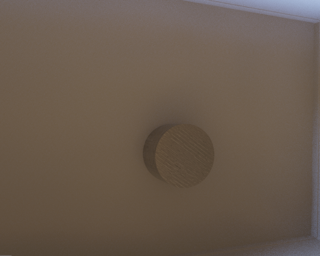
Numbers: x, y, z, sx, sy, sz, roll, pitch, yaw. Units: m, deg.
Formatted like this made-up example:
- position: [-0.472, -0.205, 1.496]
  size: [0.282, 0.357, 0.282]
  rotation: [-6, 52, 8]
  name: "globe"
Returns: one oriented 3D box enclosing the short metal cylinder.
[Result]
- position: [0.024, 0.034, 0.407]
  size: [0.081, 0.050, 0.079]
  rotation: [0, 90, -21]
  name: "short metal cylinder"
